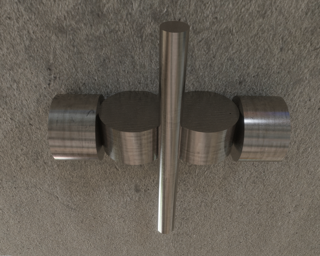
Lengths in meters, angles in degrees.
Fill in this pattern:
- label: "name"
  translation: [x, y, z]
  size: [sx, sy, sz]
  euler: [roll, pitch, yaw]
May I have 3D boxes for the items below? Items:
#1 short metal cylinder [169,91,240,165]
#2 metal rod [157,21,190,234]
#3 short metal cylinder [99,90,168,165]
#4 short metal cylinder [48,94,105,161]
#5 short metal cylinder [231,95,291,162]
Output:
- label: "short metal cylinder"
  translation: [0.050, -0.002, 0.371]
  size: [0.081, 0.080, 0.050]
  euler: [1, 130, -1]
- label: "metal rod"
  translation: [0.010, 0.029, 0.353]
  size: [0.025, 0.025, 0.298]
  euler: [0, 130, -1]
- label: "short metal cylinder"
  translation: [-0.030, -0.002, 0.371]
  size: [0.081, 0.080, 0.050]
  euler: [1, 130, -1]
- label: "short metal cylinder"
  translation: [-0.095, -0.001, 0.371]
  size: [0.050, 0.080, 0.079]
  euler: [1, 130, -1]
- label: "short metal cylinder"
  translation: [0.116, 0.001, 0.375]
  size: [0.050, 0.080, 0.079]
  euler: [1, 130, -1]
